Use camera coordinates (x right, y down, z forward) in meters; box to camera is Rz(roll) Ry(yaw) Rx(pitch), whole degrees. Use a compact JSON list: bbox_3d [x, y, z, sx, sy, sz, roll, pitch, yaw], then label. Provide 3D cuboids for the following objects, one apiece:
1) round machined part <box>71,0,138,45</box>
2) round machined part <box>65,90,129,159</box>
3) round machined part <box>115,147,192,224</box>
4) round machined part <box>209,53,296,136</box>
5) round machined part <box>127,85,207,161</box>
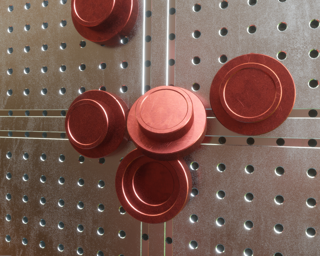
[{"bbox_3d":[-0.084,-0.170,0.434,0.098,0.042,0.097,0,90,20],"label":"round machined part"},{"bbox_3d":[-0.093,-0.006,0.437,0.098,0.042,0.097,0,90,20],"label":"round machined part"},{"bbox_3d":[-0.005,0.071,0.406,0.098,0.042,0.097,0,90,20],"label":"round machined part"},{"bbox_3d":[0.107,-0.039,0.366,0.098,0.042,0.097,0,90,20],"label":"round machined part"},{"bbox_3d":[0.007,-0.013,0.378,0.098,0.042,0.098,-4,60,7],"label":"round machined part"}]
